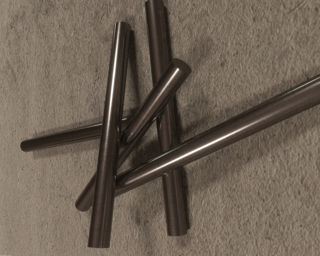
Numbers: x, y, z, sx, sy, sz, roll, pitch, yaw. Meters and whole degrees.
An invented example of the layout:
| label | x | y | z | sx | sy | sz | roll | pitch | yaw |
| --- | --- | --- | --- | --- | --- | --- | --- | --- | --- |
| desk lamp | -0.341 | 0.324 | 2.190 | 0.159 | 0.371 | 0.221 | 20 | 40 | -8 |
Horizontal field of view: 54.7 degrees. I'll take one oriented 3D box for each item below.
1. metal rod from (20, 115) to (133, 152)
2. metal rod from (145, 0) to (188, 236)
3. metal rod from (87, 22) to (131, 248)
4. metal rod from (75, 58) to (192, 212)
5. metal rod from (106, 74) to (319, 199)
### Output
| label | x | y | z | sx | sy | sz | roll | pitch | yaw |
| --- | --- | --- | --- | --- | --- | --- | --- | --- | --- |
| metal rod | -0.153 | 0.015 | 0.528 | 0.300 | 0.025 | 0.025 | -11 | 83 | 39 |
| metal rod | 0.007 | -0.017 | 0.397 | 0.025 | 0.025 | 0.298 | -9 | 84 | 39 |
| metal rod | -0.062 | -0.004 | 0.403 | 0.025 | 0.025 | 0.299 | -12 | 67 | 39 |
| metal rod | -0.051 | 0.029 | 0.423 | 0.025 | 0.025 | 0.298 | 56 | 128 | 25 |
| metal rod | 0.040 | 0.022 | 0.345 | 0.300 | 0.025 | 0.025 | -29 | 72 | 28 |
